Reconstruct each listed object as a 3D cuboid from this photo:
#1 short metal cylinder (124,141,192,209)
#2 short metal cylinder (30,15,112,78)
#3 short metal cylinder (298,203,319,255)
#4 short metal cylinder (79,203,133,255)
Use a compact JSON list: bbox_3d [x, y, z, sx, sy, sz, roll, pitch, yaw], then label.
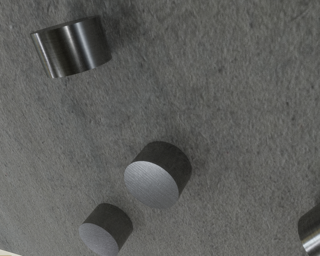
[{"bbox_3d":[-0.002,0.065,0.431,0.080,0.050,0.079,13,124,20],"label":"short metal cylinder"},{"bbox_3d":[-0.103,-0.097,0.364,0.080,0.080,0.050,-1,118,28],"label":"short metal cylinder"},{"bbox_3d":[0.202,0.117,0.337,0.080,0.080,0.050,34,129,6],"label":"short metal cylinder"},{"bbox_3d":[-0.096,0.182,0.551,0.080,0.050,0.079,13,124,20],"label":"short metal cylinder"}]
